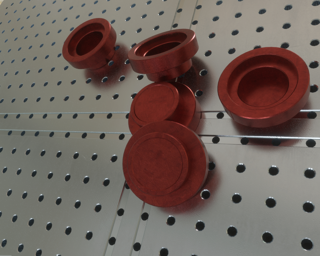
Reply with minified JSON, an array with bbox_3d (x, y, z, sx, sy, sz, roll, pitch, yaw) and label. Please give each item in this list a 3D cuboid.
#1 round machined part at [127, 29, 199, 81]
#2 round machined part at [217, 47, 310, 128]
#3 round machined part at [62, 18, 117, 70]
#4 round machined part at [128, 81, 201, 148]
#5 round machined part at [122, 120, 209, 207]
[{"bbox_3d":[0.007,-0.100,0.439,0.098,0.042,0.098,-15,32,10],"label":"round machined part"},{"bbox_3d":[0.120,-0.043,0.360,0.098,0.042,0.098,-13,56,20],"label":"round machined part"},{"bbox_3d":[-0.118,-0.142,0.544,0.098,0.042,0.098,-13,56,20],"label":"round machined part"},{"bbox_3d":[0.000,-0.023,0.410,0.098,0.042,0.098,-13,56,20],"label":"round machined part"},{"bbox_3d":[0.003,0.040,0.347,0.098,0.042,0.097,-2,85,17],"label":"round machined part"}]
